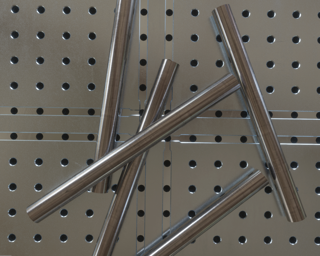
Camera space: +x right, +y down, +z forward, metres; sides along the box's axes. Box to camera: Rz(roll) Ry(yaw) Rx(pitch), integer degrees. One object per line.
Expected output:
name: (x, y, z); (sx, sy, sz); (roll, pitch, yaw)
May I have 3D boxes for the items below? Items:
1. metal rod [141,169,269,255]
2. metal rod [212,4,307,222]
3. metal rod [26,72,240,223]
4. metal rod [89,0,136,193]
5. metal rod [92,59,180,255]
metal rod: (0.017, 0.155, 0.413); (0.301, 0.025, 0.025); (-37, 90, -1)
metal rod: (0.132, -0.019, 0.415); (0.025, 0.025, 0.299); (-20, 90, 0)
metal rod: (-0.032, 0.024, 0.386); (0.301, 0.025, 0.025); (-34, 90, -1)
metal rod: (-0.060, -0.064, 0.412); (0.025, 0.025, 0.298); (8, 90, -1)
metal rod: (-0.036, 0.053, 0.412); (0.025, 0.025, 0.299); (20, 90, -1)
